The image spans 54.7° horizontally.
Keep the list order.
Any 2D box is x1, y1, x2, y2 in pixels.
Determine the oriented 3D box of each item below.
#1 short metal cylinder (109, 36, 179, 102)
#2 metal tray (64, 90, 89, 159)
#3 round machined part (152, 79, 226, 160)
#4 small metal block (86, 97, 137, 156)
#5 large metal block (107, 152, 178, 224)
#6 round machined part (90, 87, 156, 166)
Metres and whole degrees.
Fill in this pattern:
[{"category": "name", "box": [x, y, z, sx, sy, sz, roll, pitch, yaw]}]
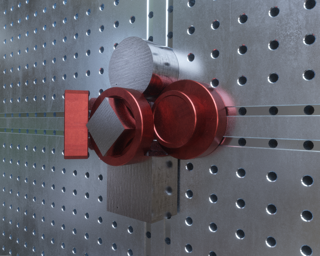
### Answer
[{"category": "short metal cylinder", "box": [-0.022, -0.076, 0.411, 0.080, 0.050, 0.080, 0, 90, 40]}, {"category": "metal tray", "box": [-0.122, -0.006, 0.460, 0.130, 0.030, 0.089, -175, 86, -77]}, {"category": "round machined part", "box": [0.026, -0.010, 0.375, 0.098, 0.042, 0.097, 0, 90, 40]}, {"category": "small metal block", "box": [-0.058, -0.001, 0.377, 0.050, 0.025, 0.050, -49, 61, 29]}, {"category": "large metal block", "box": [-0.024, 0.072, 0.410, 0.080, 0.050, 0.080, 1, 91, 40]}, {"category": "round machined part", "box": [-0.044, -0.002, 0.397, 0.098, 0.042, 0.097, 0, 90, 40]}]
